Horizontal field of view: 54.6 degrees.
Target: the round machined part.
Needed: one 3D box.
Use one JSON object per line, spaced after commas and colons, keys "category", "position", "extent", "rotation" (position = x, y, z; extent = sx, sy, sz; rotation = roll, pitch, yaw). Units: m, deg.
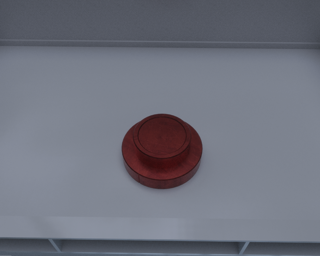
{"category": "round machined part", "position": [0.003, 0.021, 0.377], "extent": [0.099, 0.042, 0.098], "rotation": [0, 50, 0]}
